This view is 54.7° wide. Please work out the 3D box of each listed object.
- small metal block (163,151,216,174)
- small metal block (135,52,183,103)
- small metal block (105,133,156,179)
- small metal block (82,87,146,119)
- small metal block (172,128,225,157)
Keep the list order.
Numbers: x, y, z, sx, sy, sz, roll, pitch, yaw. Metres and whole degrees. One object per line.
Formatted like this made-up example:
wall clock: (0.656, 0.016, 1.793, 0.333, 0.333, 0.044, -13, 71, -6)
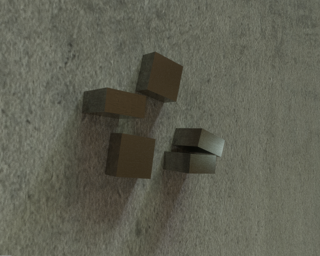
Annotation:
small metal block: (0.041, 0.047, 0.425, 0.050, 0.050, 0.025, 8, 85, -40)
small metal block: (0.000, -0.065, 0.406, 0.050, 0.025, 0.050, 19, 78, -39)
small metal block: (-0.035, 0.034, 0.377, 0.050, 0.025, 0.050, 12, 83, -40)
small metal block: (-0.052, -0.026, 0.347, 0.050, 0.050, 0.025, 9, 85, -40)
small metal block: (0.054, 0.020, 0.436, 0.050, 0.050, 0.025, 25, 74, -38)
